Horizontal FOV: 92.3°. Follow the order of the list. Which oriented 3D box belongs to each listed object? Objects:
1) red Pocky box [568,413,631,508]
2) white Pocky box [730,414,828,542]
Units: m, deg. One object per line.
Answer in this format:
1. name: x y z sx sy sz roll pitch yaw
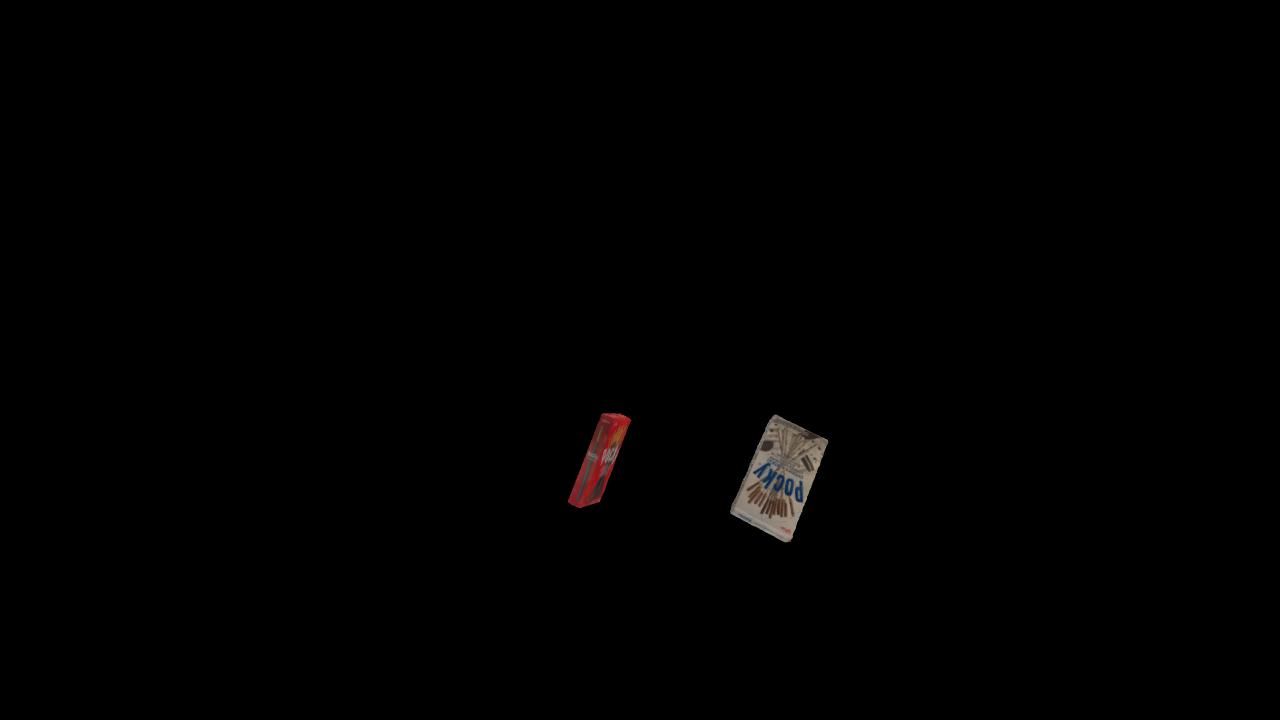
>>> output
1. red Pocky box: -0.064 0.163 1.003 0.028 0.155 0.083 22 3 20
2. white Pocky box: 0.187 0.154 0.821 0.084 0.154 0.028 27 -30 8
